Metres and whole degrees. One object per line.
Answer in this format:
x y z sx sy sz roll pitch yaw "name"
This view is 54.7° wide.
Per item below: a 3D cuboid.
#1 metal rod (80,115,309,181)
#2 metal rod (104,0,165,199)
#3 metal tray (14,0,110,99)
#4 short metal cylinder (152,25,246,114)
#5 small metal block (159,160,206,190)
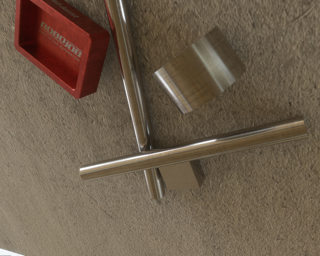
0.022 0.032 0.390 0.300 0.025 0.025 -14 111 26 "metal rod"
-0.029 -0.030 0.403 0.025 0.025 0.298 4 120 26 "metal rod"
-0.127 -0.108 0.387 0.130 0.030 0.089 38 130 16 "metal tray"
0.039 -0.058 0.315 0.080 0.080 0.050 -30 102 38 "short metal cylinder"
0.029 0.057 0.427 0.050 0.025 0.050 -9 114 32 "small metal block"
